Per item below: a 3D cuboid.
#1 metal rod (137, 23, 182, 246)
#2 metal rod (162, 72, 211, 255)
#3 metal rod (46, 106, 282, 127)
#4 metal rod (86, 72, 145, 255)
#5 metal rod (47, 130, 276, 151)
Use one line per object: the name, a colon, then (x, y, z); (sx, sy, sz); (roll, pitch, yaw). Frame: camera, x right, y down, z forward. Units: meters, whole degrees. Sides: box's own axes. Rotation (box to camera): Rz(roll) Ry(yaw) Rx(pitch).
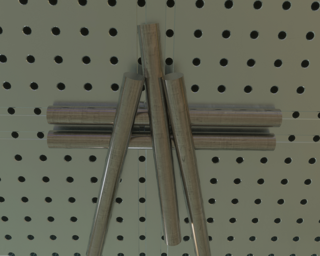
metal rod: (0.003, 0.023, 0.396); (0.025, 0.025, 0.298); (-6, 110, 2)
metal rod: (0.041, 0.071, 0.420); (0.025, 0.025, 0.298); (-10, 117, 3)
metal rod: (0.007, -0.015, 0.408); (0.302, 0.025, 0.025); (1, 110, -1)
metal rod: (-0.066, 0.069, 0.418); (0.025, 0.025, 0.298); (13, 117, -5)
metal rod: (0.003, 0.017, 0.420); (0.302, 0.025, 0.025); (1, 110, -1)
